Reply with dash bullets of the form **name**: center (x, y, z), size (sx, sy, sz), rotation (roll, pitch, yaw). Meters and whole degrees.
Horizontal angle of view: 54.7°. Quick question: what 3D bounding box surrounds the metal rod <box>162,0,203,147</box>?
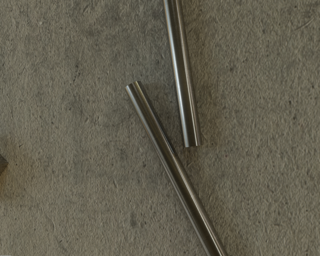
- **metal rod**: center (0.021, -0.124, 0.400), size (0.025, 0.025, 0.298), rotation (-9, 87, 19)

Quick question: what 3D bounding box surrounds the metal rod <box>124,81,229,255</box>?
- **metal rod**: center (0.029, 0.075, 0.397), size (0.025, 0.025, 0.299), rotation (-29, 81, 17)

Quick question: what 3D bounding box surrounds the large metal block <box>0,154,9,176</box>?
- **large metal block**: center (-0.310, 0.064, 0.502), size (0.080, 0.050, 0.080), rotation (40, 102, 15)
